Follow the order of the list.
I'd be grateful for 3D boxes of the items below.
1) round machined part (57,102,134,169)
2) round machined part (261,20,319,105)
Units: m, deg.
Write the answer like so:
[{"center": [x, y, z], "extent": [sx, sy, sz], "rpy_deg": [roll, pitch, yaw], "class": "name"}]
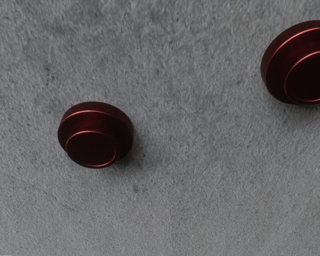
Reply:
[{"center": [-0.085, 0.016, 0.409], "extent": [0.099, 0.042, 0.097], "rpy_deg": [-1, 130, 0], "class": "round machined part"}, {"center": [0.167, -0.064, 0.344], "extent": [0.099, 0.042, 0.097], "rpy_deg": [-1, 130, 0], "class": "round machined part"}]
